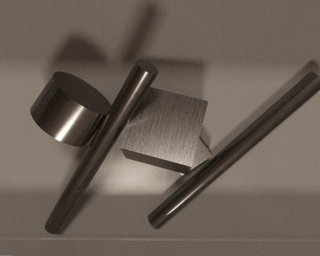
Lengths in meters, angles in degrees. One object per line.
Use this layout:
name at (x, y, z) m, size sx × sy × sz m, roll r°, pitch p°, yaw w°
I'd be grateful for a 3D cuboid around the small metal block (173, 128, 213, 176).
small metal block at (0.035, 0.028, 0.422) m, size 0.050 × 0.025 × 0.050 m, roll -35°, pitch 107°, yaw 11°

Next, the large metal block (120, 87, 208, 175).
large metal block at (0.007, 0.003, 0.372) m, size 0.080 × 0.050 × 0.080 m, roll 15°, pitch 72°, yaw 6°

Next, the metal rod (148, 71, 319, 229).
metal rod at (0.095, 0.038, 0.426) m, size 0.025 × 0.025 × 0.299 m, roll 42°, pitch 104°, yaw -14°

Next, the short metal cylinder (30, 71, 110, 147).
short metal cylinder at (-0.105, -0.023, 0.372) m, size 0.080 × 0.080 × 0.050 m, roll 36°, pitch 106°, yaw -13°

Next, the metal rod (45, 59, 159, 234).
metal rod at (-0.086, 0.043, 0.389) m, size 0.025 × 0.025 × 0.298 m, roll 29°, pitch 121°, yaw -11°
